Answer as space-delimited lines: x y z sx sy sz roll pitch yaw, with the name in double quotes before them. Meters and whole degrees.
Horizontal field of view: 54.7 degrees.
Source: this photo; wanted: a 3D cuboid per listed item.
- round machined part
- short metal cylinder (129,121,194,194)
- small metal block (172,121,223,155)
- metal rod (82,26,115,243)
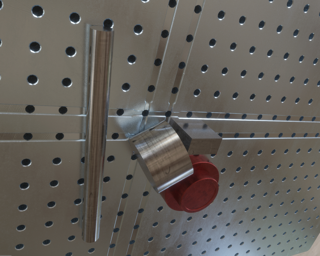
"round machined part" 0.053 0.095 0.490 0.099 0.042 0.097 -14 125 -21
"short metal cylinder" 0.000 0.037 0.400 0.050 0.080 0.080 -28 128 -12
"small metal block" 0.049 0.013 0.432 0.050 0.050 0.025 1 118 -29
"metal rod" -0.081 0.028 0.385 0.025 0.025 0.298 -5 121 -26
